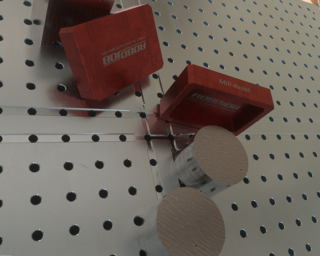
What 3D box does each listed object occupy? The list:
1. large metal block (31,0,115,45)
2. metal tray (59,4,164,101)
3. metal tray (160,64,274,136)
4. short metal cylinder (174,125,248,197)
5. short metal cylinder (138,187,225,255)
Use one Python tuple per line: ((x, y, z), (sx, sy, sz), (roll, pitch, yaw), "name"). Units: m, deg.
((-0.116, -0.156, 0.405), (0.081, 0.080, 0.050), (-12, 68, -33), "large metal block")
((-0.055, -0.101, 0.403), (0.131, 0.030, 0.089), (-36, 123, -38), "metal tray")
((0.076, -0.033, 0.427), (0.131, 0.090, 0.030), (13, 57, -21), "metal tray")
((0.066, 0.043, 0.401), (0.081, 0.050, 0.080), (13, 56, -21), "short metal cylinder")
((0.023, 0.111, 0.337), (0.081, 0.050, 0.080), (14, 56, -21), "short metal cylinder")
